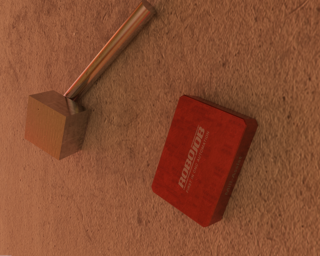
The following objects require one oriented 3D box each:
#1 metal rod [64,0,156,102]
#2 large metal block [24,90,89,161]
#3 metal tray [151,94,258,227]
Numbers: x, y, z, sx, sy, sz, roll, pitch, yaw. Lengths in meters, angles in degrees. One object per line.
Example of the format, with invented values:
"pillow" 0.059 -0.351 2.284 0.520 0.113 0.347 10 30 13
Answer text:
"metal rod" -0.113 -0.084 0.497 0.299 0.025 0.025 -39 66 33
"large metal block" -0.171 -0.006 0.510 0.080 0.050 0.079 28 117 20
"metal tray" 0.047 0.036 0.363 0.090 0.030 0.129 28 107 36
